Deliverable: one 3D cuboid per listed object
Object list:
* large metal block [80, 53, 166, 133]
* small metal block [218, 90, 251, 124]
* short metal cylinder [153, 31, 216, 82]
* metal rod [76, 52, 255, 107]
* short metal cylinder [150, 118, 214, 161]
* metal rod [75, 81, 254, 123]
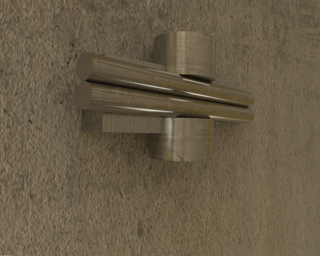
[{"bbox_3d":[-0.042,-0.035,0.355,0.081,0.050,0.080,2,89,-40],"label":"large metal block"},{"bbox_3d":[0.123,-0.033,0.509,0.050,0.025,0.050,4,88,-40],"label":"small metal block"},{"bbox_3d":[0.031,-0.086,0.396,0.081,0.080,0.050,2,89,-40],"label":"short metal cylinder"},{"bbox_3d":[0.036,-0.049,0.378,0.302,0.025,0.025,2,89,-48],"label":"metal rod"},{"bbox_3d":[0.028,0.014,0.393,0.081,0.080,0.050,2,89,-40],"label":"short metal cylinder"},{"bbox_3d":[0.036,-0.024,0.378,0.302,0.025,0.025,2,89,-48],"label":"metal rod"}]
